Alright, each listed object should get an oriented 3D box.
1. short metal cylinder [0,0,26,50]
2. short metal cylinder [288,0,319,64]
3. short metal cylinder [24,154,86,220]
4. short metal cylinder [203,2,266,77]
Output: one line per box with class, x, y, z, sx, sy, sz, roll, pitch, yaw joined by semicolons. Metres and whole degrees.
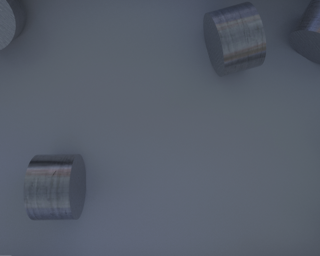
short metal cylinder;-0.213;-0.138;0.379;0.081;0.050;0.079;-4;120;-7
short metal cylinder;0.212;-0.119;0.387;0.080;0.080;0.050;32;90;-1
short metal cylinder;-0.126;0.072;0.382;0.050;0.080;0.079;-1;90;0
short metal cylinder;0.090;-0.109;0.385;0.050;0.080;0.080;-16;90;0
